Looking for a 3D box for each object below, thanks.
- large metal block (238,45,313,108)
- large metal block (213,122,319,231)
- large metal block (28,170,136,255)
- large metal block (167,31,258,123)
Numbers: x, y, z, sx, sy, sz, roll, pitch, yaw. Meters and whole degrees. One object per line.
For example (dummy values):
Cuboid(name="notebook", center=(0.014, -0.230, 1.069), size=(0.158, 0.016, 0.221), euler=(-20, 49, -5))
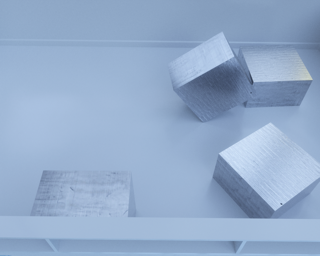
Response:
Cuboid(name="large metal block", center=(0.161, -0.077, 0.456), size=(0.081, 0.050, 0.080), euler=(-2, 50, -3))
Cuboid(name="large metal block", center=(0.119, 0.052, 0.347), size=(0.081, 0.050, 0.080), euler=(-27, 56, -22))
Cuboid(name="large metal block", center=(-0.067, 0.084, 0.298), size=(0.081, 0.080, 0.050), euler=(0, 50, 0))
Cuboid(name="large metal block", center=(0.068, -0.063, 0.403), size=(0.080, 0.080, 0.050), euler=(-28, 48, 20))
